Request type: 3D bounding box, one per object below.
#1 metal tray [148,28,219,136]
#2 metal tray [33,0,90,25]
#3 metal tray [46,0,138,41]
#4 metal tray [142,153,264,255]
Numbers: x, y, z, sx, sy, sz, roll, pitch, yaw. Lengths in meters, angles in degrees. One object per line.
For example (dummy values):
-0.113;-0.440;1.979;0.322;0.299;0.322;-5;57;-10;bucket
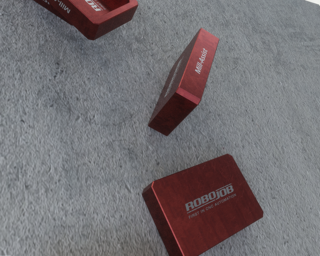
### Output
0.032;-0.062;0.417;0.030;0.090;0.130;29;52;-10;metal tray
-0.154;-0.216;0.448;0.130;0.030;0.090;33;51;-7;metal tray
-0.105;-0.186;0.417;0.130;0.030;0.090;43;51;2;metal tray
0.054;0.091;0.374;0.131;0.030;0.090;-15;69;-34;metal tray
